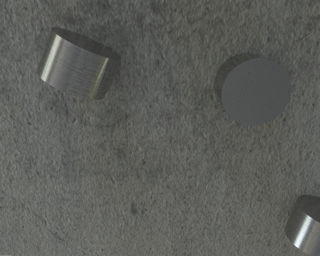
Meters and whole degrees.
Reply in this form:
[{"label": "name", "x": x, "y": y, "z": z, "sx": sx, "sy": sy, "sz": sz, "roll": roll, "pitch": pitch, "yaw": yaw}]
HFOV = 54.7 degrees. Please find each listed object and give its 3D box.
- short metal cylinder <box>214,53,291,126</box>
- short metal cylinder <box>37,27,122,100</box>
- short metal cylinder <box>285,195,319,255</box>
[{"label": "short metal cylinder", "x": 0.111, "y": -0.049, "z": 0.380, "sx": 0.081, "sy": 0.050, "sz": 0.079, "roll": 0, "pitch": 110, "yaw": -1}, {"label": "short metal cylinder", "x": -0.091, "y": -0.073, "z": 0.352, "sx": 0.080, "sy": 0.080, "sz": 0.050, "roll": 24, "pitch": 108, "yaw": -9}, {"label": "short metal cylinder", "x": 0.224, "y": 0.138, "z": 0.435, "sx": 0.081, "sy": 0.080, "sz": 0.050, "roll": 11, "pitch": 110, "yaw": -5}]
